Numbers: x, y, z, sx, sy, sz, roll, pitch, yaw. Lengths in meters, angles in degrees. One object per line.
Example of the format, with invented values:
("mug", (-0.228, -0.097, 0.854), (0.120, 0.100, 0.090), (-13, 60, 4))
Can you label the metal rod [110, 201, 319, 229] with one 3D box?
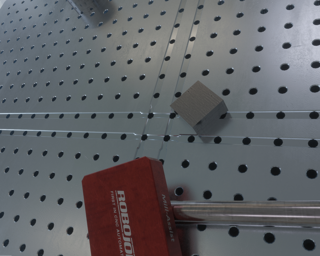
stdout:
("metal rod", (0.078, 0.086, 0.314), (0.301, 0.025, 0.025), (-6, 59, 24))

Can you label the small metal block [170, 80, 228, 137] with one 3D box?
("small metal block", (0.050, -0.026, 0.398), (0.050, 0.025, 0.050), (-42, 51, -1))

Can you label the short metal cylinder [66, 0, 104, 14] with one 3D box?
("short metal cylinder", (-0.161, -0.288, 0.653), (0.080, 0.050, 0.080), (-13, 56, 21))

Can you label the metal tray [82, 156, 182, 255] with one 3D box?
("metal tray", (-0.031, 0.105, 0.331), (0.090, 0.030, 0.129), (-20, 70, 21))
